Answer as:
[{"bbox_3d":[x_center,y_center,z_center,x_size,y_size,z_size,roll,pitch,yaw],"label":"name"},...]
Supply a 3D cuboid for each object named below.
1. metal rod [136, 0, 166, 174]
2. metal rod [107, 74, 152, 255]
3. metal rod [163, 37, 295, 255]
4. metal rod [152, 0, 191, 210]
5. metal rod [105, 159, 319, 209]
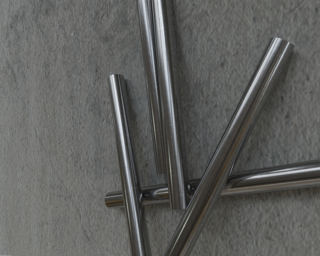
[{"bbox_3d":[-0.010,-0.090,0.410,0.025,0.025,0.298,-11,83,39],"label":"metal rod"},{"bbox_3d":[-0.039,0.065,0.406,0.025,0.025,0.299,-26,65,37],"label":"metal rod"},{"bbox_3d":[0.058,0.050,0.324,0.025,0.025,0.298,30,99,35],"label":"metal rod"},{"bbox_3d":[0.011,-0.056,0.376,0.025,0.025,0.298,-14,76,39],"label":"metal rod"},{"bbox_3d":[0.040,0.073,0.370,0.300,0.025,0.025,-17,79,38],"label":"metal rod"}]
